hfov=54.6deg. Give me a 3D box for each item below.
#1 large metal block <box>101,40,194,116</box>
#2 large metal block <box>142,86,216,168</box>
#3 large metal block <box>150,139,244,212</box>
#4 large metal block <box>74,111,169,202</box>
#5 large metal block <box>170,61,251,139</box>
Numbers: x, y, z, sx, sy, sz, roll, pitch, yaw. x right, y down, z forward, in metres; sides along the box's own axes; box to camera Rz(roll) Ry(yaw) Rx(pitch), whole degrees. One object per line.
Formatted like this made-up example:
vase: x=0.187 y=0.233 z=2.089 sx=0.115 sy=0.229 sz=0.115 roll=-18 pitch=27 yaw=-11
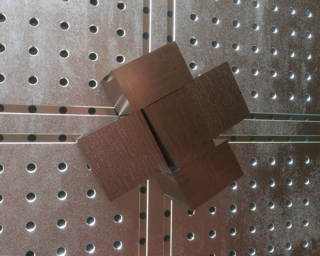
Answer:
large metal block: x=-0.019 y=-0.057 z=0.376 sx=0.080 sy=0.080 sz=0.050 roll=-30 pitch=100 yaw=-17
large metal block: x=0.013 y=-0.001 z=0.388 sx=0.050 sy=0.080 sz=0.080 roll=-30 pitch=100 yaw=-17
large metal block: x=0.044 y=0.055 z=0.399 sx=0.080 sy=0.080 sz=0.050 roll=-30 pitch=100 yaw=-18
large metal block: x=-0.049 y=0.031 z=0.382 sx=0.080 sy=0.050 sz=0.080 roll=-28 pitch=99 yaw=-18
large metal block: x=0.063 y=-0.034 z=0.421 sx=0.080 sy=0.050 sz=0.080 roll=-30 pitch=102 yaw=-17
